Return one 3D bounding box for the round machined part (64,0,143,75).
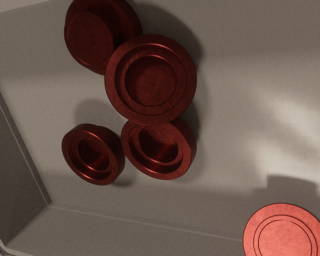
[{"bbox_3d":[-0.073,-0.108,0.368,0.098,0.042,0.097,13,124,20],"label":"round machined part"}]

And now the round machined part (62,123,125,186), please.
[{"bbox_3d":[-0.095,0.035,0.468,0.098,0.042,0.097,13,124,20],"label":"round machined part"}]

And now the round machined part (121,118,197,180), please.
[{"bbox_3d":[0.002,0.017,0.406,0.098,0.042,0.097,13,124,20],"label":"round machined part"}]

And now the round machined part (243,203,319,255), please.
[{"bbox_3d":[0.149,0.139,0.369,0.098,0.098,0.042,6,165,25],"label":"round machined part"}]

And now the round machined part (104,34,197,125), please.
[{"bbox_3d":[-0.010,-0.052,0.349,0.099,0.042,0.097,0,92,-3],"label":"round machined part"}]
